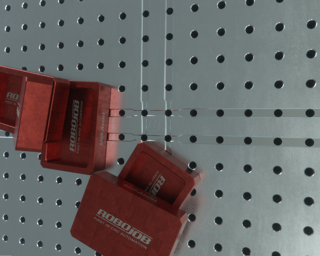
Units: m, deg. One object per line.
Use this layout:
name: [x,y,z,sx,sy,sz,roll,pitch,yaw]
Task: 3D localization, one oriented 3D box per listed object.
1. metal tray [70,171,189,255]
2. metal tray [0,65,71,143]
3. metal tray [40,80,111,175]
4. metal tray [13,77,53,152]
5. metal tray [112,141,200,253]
metal tray: [-0.041,0.122,0.391,0.130,0.030,0.089,24,98,18]
metal tray: [-0.196,-0.037,0.444,0.130,0.030,0.089,14,97,22]
metal tray: [-0.124,-0.003,0.451,0.090,0.030,0.129,5,92,19]
metal tray: [-0.180,-0.024,0.429,0.130,0.030,0.089,18,98,62]
metal tray: [-0.019,0.094,0.415,0.090,0.030,0.129,35,101,16]
